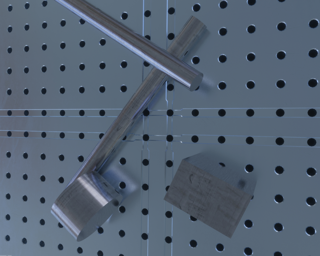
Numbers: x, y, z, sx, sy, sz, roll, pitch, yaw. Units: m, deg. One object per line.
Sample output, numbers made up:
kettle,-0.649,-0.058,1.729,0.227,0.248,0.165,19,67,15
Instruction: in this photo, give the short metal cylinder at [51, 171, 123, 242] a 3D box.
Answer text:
short metal cylinder,-0.097,0.104,0.418,0.050,0.080,0.080,41,103,15

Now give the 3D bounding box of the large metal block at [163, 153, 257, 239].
large metal block,0.062,0.073,0.361,0.080,0.080,0.050,27,99,18

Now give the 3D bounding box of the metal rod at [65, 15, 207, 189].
metal rod,-0.040,-0.020,0.426,0.025,0.025,0.299,41,103,15

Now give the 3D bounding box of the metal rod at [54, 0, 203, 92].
metal rod,-0.068,-0.137,0.419,0.300,0.025,0.025,37,102,22
